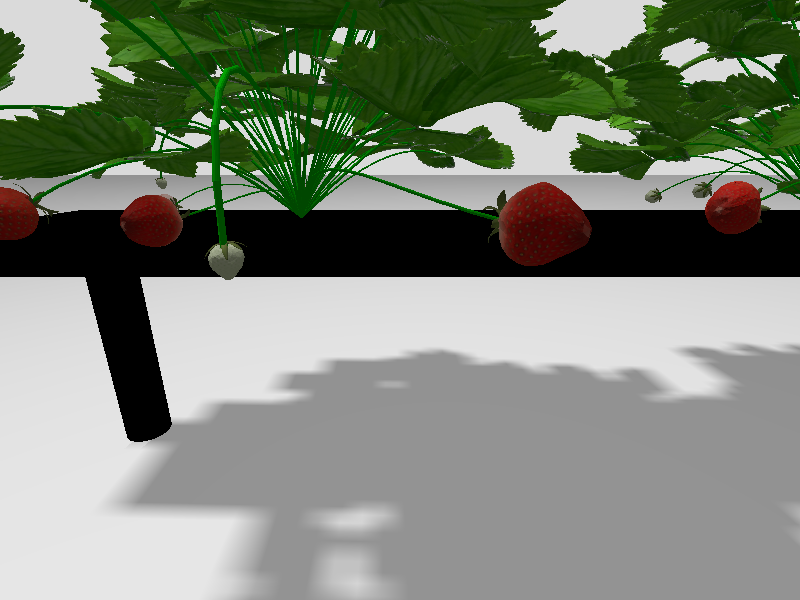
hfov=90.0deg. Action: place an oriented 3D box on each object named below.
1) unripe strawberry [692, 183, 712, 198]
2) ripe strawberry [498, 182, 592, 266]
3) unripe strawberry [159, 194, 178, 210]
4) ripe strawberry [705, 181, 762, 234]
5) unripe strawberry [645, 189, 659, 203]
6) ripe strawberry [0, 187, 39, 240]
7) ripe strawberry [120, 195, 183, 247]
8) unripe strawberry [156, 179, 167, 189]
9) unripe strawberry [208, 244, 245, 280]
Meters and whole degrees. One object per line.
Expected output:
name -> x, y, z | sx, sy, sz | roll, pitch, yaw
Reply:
unripe strawberry -> 0.398, -0.144, 0.529 | 0.021, 0.018, 0.021 | 3, -13, 9
ripe strawberry -> 0.065, -0.033, 0.180 | 0.036, 0.038, 0.039 | -16, 25, -39
unripe strawberry -> -0.196, -0.077, 0.332 | 0.021, 0.021, 0.020 | -9, 19, -3
ripe strawberry -> 0.213, -0.059, 0.258 | 0.032, 0.033, 0.029 | -11, 22, -28
unripe strawberry -> 0.298, -0.122, 0.474 | 0.015, 0.015, 0.016 | -9, 2, -24
ripe strawberry -> -0.230, -0.048, 0.231 | 0.034, 0.029, 0.034 | -38, 36, -24
ripe strawberry -> -0.139, -0.043, 0.223 | 0.028, 0.029, 0.030 | 8, 21, 22
unripe strawberry -> -0.271, -0.132, 0.456 | 0.011, 0.011, 0.011 | 12, 22, 32
unripe strawberry -> -0.056, -0.012, 0.129 | 0.011, 0.011, 0.011 | -2, 19, -7
